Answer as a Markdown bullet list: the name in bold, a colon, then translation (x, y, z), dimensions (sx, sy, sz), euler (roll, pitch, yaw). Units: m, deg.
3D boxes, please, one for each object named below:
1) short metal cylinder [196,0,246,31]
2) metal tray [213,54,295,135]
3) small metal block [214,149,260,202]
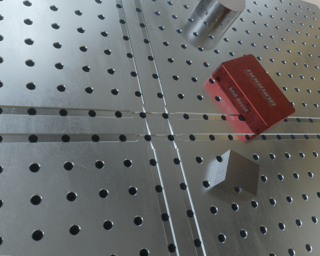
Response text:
- **short metal cylinder**: translation (0.117, -0.237, 0.600), dimensions (0.081, 0.050, 0.080), euler (14, 56, -21)
- **metal tray**: translation (0.161, -0.061, 0.528), dimensions (0.091, 0.030, 0.130), euler (-23, 74, -36)
- **small metal block**: translation (0.107, 0.065, 0.426), dimensions (0.050, 0.025, 0.050), euler (28, 52, -10)
